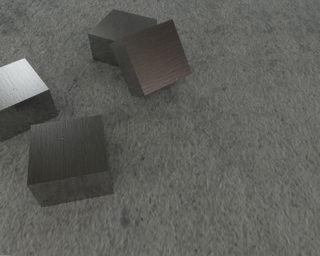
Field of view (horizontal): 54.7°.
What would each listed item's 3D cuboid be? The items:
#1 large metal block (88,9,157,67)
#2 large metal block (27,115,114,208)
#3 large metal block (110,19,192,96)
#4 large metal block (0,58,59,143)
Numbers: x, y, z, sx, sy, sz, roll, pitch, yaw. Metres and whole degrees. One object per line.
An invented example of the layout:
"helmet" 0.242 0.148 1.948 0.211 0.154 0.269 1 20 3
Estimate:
"large metal block" -0.058 -0.145 0.508 0.080 0.050 0.080 19 52 15
"large metal block" -0.101 0.036 0.355 0.081 0.050 0.080 -9 51 -8
"large metal block" -0.013 -0.098 0.441 0.081 0.080 0.050 -28 16 -22
"large metal block" -0.198 -0.039 0.418 0.081 0.050 0.080 -30 57 -23
